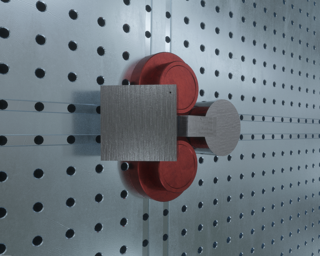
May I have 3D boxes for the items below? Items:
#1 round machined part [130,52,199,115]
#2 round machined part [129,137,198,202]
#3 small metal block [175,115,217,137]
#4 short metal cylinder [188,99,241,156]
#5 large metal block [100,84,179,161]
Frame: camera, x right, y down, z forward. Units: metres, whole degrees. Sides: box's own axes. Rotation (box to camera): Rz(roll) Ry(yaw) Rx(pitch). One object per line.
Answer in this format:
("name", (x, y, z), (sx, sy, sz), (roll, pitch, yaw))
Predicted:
("round machined part", (0.013, -0.052, 0.409), (0.099, 0.042, 0.097), (0, 90, -40))
("round machined part", (0.011, 0.048, 0.408), (0.099, 0.042, 0.097), (0, 90, -40))
("small metal block", (0.036, -0.002, 0.394), (0.050, 0.050, 0.025), (2, 89, -40))
("short metal cylinder", (0.073, -0.001, 0.452), (0.081, 0.050, 0.080), (0, 90, -40))
("large metal block", (-0.020, -0.006, 0.349), (0.050, 0.080, 0.080), (-6, 96, -85))
